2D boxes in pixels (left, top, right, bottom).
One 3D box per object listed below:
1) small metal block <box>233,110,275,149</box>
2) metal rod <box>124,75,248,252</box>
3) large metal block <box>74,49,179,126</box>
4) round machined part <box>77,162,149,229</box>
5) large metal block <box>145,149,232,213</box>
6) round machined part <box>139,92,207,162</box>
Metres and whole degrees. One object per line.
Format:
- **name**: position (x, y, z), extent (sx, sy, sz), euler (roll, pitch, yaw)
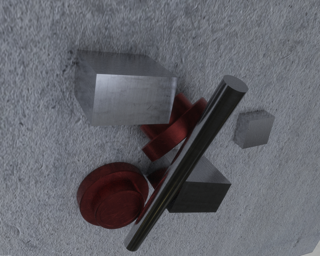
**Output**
- **small metal block**: position (0.148, 0.002, 0.489), extent (0.050, 0.025, 0.050), euler (-9, 123, -24)
- **metal rod**: position (0.013, 0.065, 0.366), extent (0.025, 0.025, 0.298), euler (2, 134, -29)
- **large metal block**: position (-0.039, -0.043, 0.322), extent (0.081, 0.080, 0.050), euler (-2, 118, -27)
- **round machined part**: position (-0.060, 0.099, 0.424), extent (0.099, 0.042, 0.097), euler (-14, 124, -21)
- **large metal block**: position (0.038, 0.073, 0.437), extent (0.081, 0.080, 0.050), euler (10, 114, -33)
- **round machined part**: position (0.014, -0.006, 0.376), extent (0.098, 0.098, 0.042), euler (-40, 90, -1)
